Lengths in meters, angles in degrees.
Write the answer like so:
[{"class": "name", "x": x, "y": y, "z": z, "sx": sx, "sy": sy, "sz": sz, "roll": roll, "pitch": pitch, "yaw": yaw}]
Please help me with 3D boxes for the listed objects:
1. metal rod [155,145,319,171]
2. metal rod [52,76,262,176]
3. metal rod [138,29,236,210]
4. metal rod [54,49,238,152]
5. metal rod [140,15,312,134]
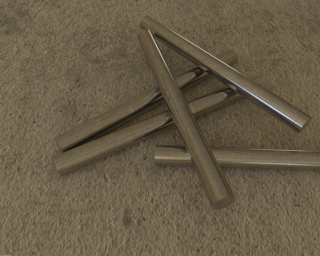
[{"class": "metal rod", "x": 0.145, "y": 0.038, "z": 0.372, "sx": 0.302, "sy": 0.025, "sz": 0.025, "roll": 2, "pitch": 50, "yaw": 1}, {"class": "metal rod", "x": 0.010, "y": -0.010, "z": 0.411, "sx": 0.302, "sy": 0.025, "sz": 0.025, "roll": -23, "pitch": 54, "yaw": -18}, {"class": "metal rod", "x": 0.020, "y": -0.035, "z": 0.398, "sx": 0.025, "sy": 0.025, "sz": 0.300, "roll": -13, "pitch": 51, "yaw": -11}, {"class": "metal rod", "x": -0.004, "y": -0.046, "z": 0.441, "sx": 0.302, "sy": 0.025, "sz": 0.025, "roll": -30, "pitch": 56, "yaw": -23}, {"class": "metal rod", "x": 0.076, "y": -0.089, "z": 0.444, "sx": 0.025, "sy": 0.025, "sz": 0.300, "roll": -34, "pitch": 58, "yaw": -25}]
